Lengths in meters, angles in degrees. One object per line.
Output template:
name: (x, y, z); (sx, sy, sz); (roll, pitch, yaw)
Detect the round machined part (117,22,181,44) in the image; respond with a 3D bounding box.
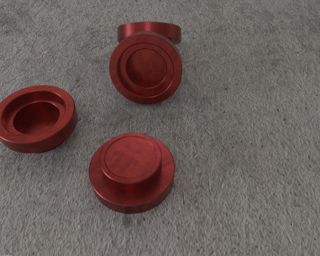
round machined part: (-0.016, -0.133, 0.482); (0.099, 0.042, 0.098); (0, 7, 0)

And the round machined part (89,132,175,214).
round machined part: (-0.032, 0.044, 0.355); (0.099, 0.042, 0.098); (0, 50, 0)

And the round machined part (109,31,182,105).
round machined part: (-0.018, -0.086, 0.433); (0.099, 0.097, 0.042); (4, 28, 3)

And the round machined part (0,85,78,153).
round machined part: (-0.155, -0.007, 0.397); (0.099, 0.042, 0.098); (0, 50, 0)
